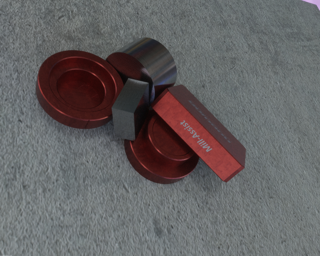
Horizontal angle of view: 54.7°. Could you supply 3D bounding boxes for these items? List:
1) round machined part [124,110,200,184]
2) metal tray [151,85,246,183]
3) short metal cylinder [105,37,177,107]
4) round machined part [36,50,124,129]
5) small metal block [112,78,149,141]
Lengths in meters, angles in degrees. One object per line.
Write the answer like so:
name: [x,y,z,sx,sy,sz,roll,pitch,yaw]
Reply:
round machined part: [0.008,0.017,0.390,0.099,0.042,0.098,14,56,-21]
metal tray: [0.055,0.001,0.404,0.130,0.030,0.090,46,19,3]
short metal cylinder: [-0.025,-0.070,0.401,0.080,0.080,0.050,44,51,2]
round machined part: [-0.095,-0.041,0.369,0.099,0.042,0.098,14,56,-21]
small metal block: [-0.033,-0.021,0.363,0.025,0.050,0.050,15,52,9]
